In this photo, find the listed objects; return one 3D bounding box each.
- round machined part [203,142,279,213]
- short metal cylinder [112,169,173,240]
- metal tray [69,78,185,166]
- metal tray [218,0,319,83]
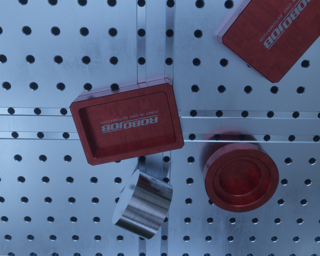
[{"bbox_3d":[0.109,0.064,0.430,0.099,0.042,0.097,0,110,-1],"label":"round machined part"},{"bbox_3d":[-0.024,0.103,0.422,0.050,0.080,0.080,28,108,-10],"label":"short metal cylinder"},{"bbox_3d":[-0.040,-0.007,0.407,0.131,0.030,0.089,-11,110,3],"label":"metal tray"},{"bbox_3d":[0.144,-0.130,0.365,0.090,0.030,0.129,35,106,-12],"label":"metal tray"}]
